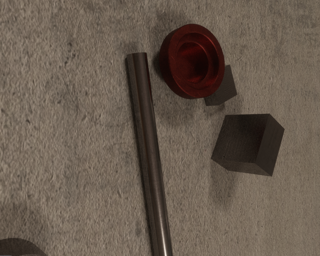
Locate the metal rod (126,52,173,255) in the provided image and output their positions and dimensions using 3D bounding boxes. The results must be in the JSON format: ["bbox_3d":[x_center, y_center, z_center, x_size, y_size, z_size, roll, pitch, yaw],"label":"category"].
[{"bbox_3d":[-0.010,0.056,0.398,0.025,0.025,0.298,-13,98,-40],"label":"metal rod"}]

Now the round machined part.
[{"bbox_3d":[0.039,-0.088,0.424,0.099,0.042,0.097,1,88,-34],"label":"round machined part"}]

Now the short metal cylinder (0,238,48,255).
[{"bbox_3d":[-0.134,0.146,0.278,0.081,0.050,0.079,0,90,-40],"label":"short metal cylinder"}]

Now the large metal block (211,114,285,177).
[{"bbox_3d":[0.138,0.025,0.487,0.050,0.080,0.080,35,69,-35],"label":"large metal block"}]

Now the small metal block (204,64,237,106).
[{"bbox_3d":[0.091,-0.067,0.483,0.050,0.025,0.050,-29,109,-37],"label":"small metal block"}]
